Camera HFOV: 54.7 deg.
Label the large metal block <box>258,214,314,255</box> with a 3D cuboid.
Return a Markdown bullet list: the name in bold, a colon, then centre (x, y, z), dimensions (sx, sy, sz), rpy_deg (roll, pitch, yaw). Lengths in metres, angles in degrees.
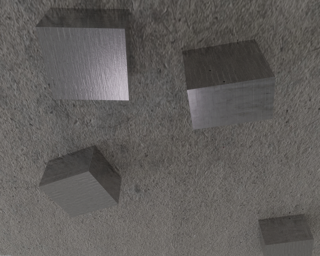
- **large metal block**: centre (0.229, 0.207, 0.569), dimensions (0.080, 0.050, 0.080), rpy_deg (-11, 130, 9)

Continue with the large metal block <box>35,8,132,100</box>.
- **large metal block**: centre (-0.073, -0.077, 0.325), dimensions (0.081, 0.050, 0.079), rpy_deg (1, 130, -1)

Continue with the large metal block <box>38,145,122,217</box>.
- **large metal block**: centre (-0.114, 0.080, 0.458), dimensions (0.080, 0.050, 0.080), rpy_deg (-19, 128, 15)

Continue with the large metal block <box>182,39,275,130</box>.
- **large metal block**: centre (0.069, -0.048, 0.331), dimensions (0.080, 0.080, 0.050), rpy_deg (-8, 130, 6)
